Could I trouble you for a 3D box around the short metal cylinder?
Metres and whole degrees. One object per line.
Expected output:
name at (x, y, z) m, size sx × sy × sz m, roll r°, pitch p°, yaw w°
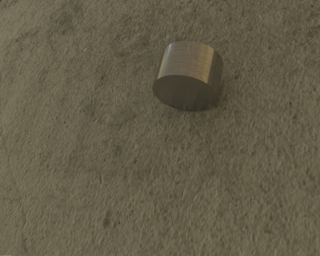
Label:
short metal cylinder at (0.035, -0.062, 0.387) m, size 0.080 × 0.080 × 0.050 m, roll 0°, pitch 62°, yaw 28°
